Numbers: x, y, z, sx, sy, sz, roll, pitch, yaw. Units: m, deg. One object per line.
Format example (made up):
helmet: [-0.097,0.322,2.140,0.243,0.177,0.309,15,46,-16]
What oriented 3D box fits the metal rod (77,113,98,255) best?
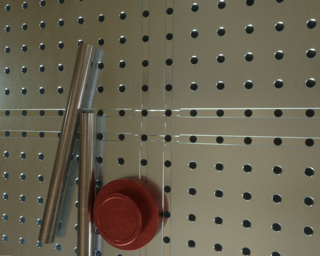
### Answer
metal rod: [-0.106,0.128,0.448,0.025,0.025,0.298,1,90,19]

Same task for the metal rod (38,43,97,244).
metal rod: [-0.138,0.025,0.459,0.025,0.025,0.298,15,95,19]

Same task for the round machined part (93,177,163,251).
round machined part: [-0.049,0.118,0.420,0.098,0.042,0.097,0,90,19]
